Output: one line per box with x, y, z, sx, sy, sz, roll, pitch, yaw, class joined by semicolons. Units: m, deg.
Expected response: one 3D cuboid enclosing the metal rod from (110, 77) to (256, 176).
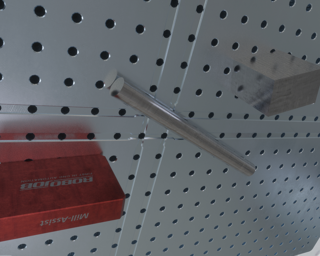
0.053;0.013;0.447;0.301;0.025;0.025;30;102;-38;metal rod

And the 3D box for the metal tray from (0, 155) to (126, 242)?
-0.115;0.072;0.350;0.131;0.090;0.030;-3;120;-27;metal tray

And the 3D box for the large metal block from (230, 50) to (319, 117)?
0.155;-0.064;0.421;0.081;0.080;0.050;-15;125;-20;large metal block
